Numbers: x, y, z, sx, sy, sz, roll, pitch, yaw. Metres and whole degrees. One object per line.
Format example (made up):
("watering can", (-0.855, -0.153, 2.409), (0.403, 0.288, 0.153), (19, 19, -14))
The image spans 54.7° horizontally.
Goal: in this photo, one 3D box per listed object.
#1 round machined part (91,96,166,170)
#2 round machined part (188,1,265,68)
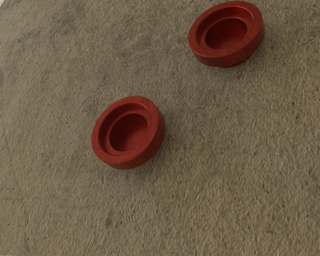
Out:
("round machined part", (-0.037, 0.010, 0.407), (0.098, 0.042, 0.098), (-13, 56, 21))
("round machined part", (0.091, -0.121, 0.419), (0.098, 0.042, 0.098), (-13, 56, 21))
